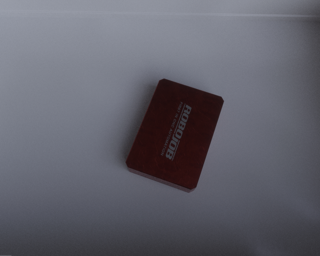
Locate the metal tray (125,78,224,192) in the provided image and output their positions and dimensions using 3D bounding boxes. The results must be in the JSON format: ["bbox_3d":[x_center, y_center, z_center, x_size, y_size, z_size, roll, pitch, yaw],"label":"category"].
[{"bbox_3d":[0.021,0.008,0.404,0.090,0.030,0.130,19,71,6],"label":"metal tray"}]
